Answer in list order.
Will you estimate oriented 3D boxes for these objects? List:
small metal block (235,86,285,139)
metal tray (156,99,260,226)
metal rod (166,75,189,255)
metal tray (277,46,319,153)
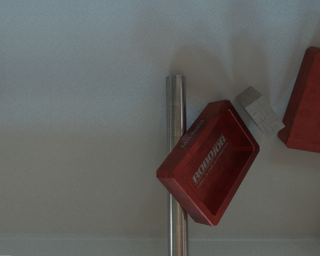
[{"bbox_3d":[0.125,-0.021,0.392,0.025,0.050,0.050,-37,106,12],"label":"small metal block"},{"bbox_3d":[0.064,0.039,0.377,0.090,0.030,0.130,52,58,-21],"label":"metal tray"},{"bbox_3d":[0.021,0.085,0.376,0.025,0.025,0.298,0,84,0],"label":"metal rod"},{"bbox_3d":[0.219,-0.032,0.400,0.091,0.030,0.129,9,110,-4],"label":"metal tray"}]
